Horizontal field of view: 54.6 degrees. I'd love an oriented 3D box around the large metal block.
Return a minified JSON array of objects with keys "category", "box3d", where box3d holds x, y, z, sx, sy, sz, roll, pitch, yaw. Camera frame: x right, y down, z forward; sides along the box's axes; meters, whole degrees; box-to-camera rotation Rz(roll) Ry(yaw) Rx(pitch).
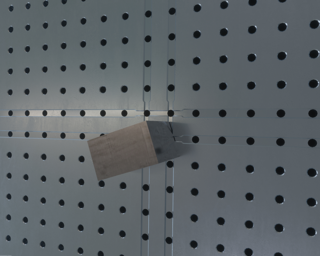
[{"category":"large metal block","box3d":[-0.031,0.027,0.395,0.080,0.080,0.050,-18,84,19]}]
